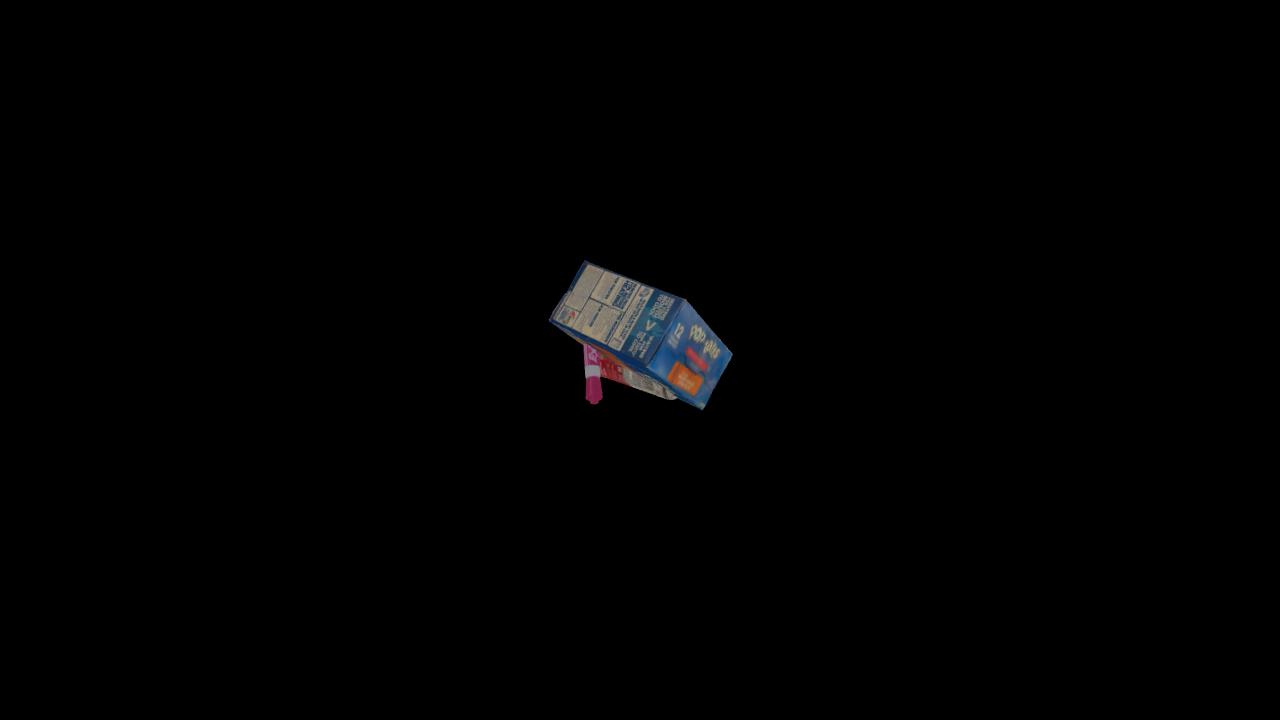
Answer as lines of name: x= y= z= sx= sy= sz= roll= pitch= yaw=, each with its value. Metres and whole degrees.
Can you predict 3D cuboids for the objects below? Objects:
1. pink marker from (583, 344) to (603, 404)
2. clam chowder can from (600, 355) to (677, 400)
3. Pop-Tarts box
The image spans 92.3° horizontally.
pink marker: x=-0.054 y=-0.007 z=0.687 sx=0.020 sy=0.121 sz=0.020 roll=-5 pitch=-28 yaw=-2
clam chowder can: x=0.004 y=0.001 z=0.725 sx=0.102 sy=0.068 sz=0.068 roll=18 pitch=9 yaw=28
Pop-Tarts box: x=0.006 y=-0.024 z=0.703 sx=0.141 sy=0.083 sz=0.167 roll=25 pitch=-7 yaw=31
